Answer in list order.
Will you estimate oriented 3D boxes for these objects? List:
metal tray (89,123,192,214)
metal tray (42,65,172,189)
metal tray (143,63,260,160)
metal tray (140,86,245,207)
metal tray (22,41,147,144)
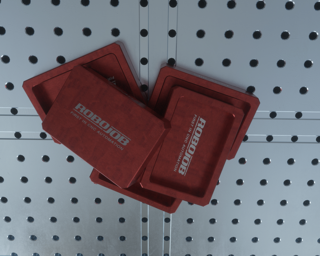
[{"bbox_3d":[-0.019,0.055,0.431,0.131,0.030,0.090,25,108,-9],"label":"metal tray"},{"bbox_3d":[-0.064,-0.003,0.366,0.130,0.030,0.090,34,100,11],"label":"metal tray"},{"bbox_3d":[0.049,-0.020,0.402,0.131,0.030,0.089,18,109,-6],"label":"metal tray"},{"bbox_3d":[0.037,0.022,0.386,0.090,0.030,0.129,19,97,-7],"label":"metal tray"},{"bbox_3d":[-0.092,-0.044,0.394,0.130,0.030,0.090,-21,109,8],"label":"metal tray"}]
